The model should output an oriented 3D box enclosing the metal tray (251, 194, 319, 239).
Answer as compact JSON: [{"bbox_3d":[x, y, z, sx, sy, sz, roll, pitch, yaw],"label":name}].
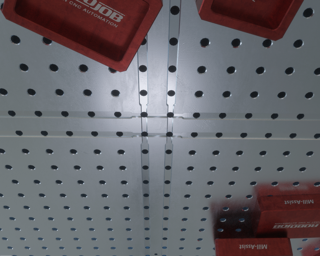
[{"bbox_3d":[0.234,0.157,0.543,0.131,0.030,0.090,-3,130,2],"label":"metal tray"}]

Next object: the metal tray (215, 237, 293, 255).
[{"bbox_3d":[0.170,0.230,0.582,0.131,0.030,0.090,-3,150,7],"label":"metal tray"}]

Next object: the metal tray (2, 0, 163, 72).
[{"bbox_3d":[-0.074,-0.122,0.303,0.131,0.030,0.090,23,126,-19],"label":"metal tray"}]

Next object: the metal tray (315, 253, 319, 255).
[{"bbox_3d":[0.386,0.280,0.649,0.090,0.030,0.129,26,125,-21],"label":"metal tray"}]

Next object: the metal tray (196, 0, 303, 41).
[{"bbox_3d":[0.097,-0.153,0.278,0.091,0.030,0.129,12,129,-11],"label":"metal tray"}]
